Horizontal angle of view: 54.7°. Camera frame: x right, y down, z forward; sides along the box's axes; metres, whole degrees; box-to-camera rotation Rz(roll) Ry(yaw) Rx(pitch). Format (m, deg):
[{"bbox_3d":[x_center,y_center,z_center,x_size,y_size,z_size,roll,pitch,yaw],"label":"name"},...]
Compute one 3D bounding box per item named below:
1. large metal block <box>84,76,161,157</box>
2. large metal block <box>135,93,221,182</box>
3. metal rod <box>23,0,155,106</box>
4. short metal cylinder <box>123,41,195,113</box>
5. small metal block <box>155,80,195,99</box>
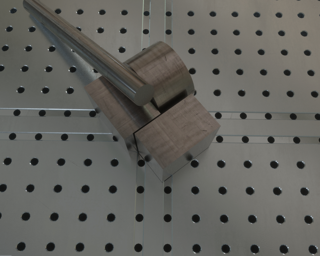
[{"bbox_3d":[-0.044,-0.018,0.389,0.050,0.080,0.080,-36,74,-12],"label":"large metal block"},{"bbox_3d":[0.020,0.015,0.375,0.080,0.080,0.050,-36,74,-12],"label":"large metal block"},{"bbox_3d":[-0.108,-0.113,0.396,0.025,0.025,0.300,-40,54,-13],"label":"metal rod"},{"bbox_3d":[-0.003,-0.057,0.376,0.050,0.080,0.080,-35,74,-12],"label":"short metal cylinder"},{"bbox_3d":[0.012,-0.050,0.431,0.050,0.025,0.050,-40,75,-14],"label":"small metal block"}]
